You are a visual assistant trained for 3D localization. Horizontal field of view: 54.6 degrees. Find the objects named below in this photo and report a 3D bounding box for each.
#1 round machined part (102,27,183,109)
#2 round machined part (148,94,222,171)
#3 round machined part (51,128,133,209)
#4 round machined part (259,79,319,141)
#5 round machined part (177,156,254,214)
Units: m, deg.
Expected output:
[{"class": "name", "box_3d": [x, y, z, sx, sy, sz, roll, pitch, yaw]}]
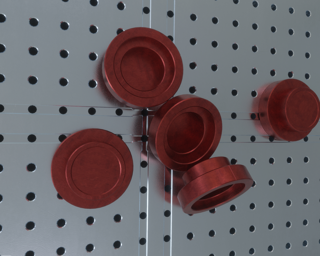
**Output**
[{"class": "round machined part", "box_3d": [-0.024, -0.072, 0.392, 0.099, 0.042, 0.098, 1, 86, -18]}, {"class": "round machined part", "box_3d": [0.029, 0.003, 0.404, 0.099, 0.042, 0.097, -10, 112, -26]}, {"class": "round machined part", "box_3d": [-0.080, 0.049, 0.374, 0.099, 0.042, 0.097, 0, 90, -20]}, {"class": "round machined part", "box_3d": [0.207, -0.028, 0.479, 0.099, 0.042, 0.097, 0, 90, -20]}, {"class": "round machined part", "box_3d": [0.068, 0.073, 0.409, 0.099, 0.097, 0.042, -11, 58, -20]}]
